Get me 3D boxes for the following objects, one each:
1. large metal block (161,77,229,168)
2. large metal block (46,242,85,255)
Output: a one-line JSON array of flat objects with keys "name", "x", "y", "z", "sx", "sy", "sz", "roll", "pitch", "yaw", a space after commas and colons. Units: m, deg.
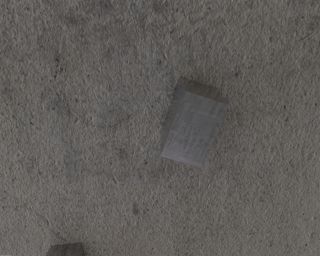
[{"name": "large metal block", "x": 0.037, "y": -0.010, "z": 0.377, "sx": 0.050, "sy": 0.080, "sz": 0.079, "roll": 17, "pitch": 109, "yaw": -6}, {"name": "large metal block", "x": -0.143, "y": 0.234, "z": 0.465, "sx": 0.050, "sy": 0.080, "sz": 0.079, "roll": -8, "pitch": 110, "yaw": 3}]
